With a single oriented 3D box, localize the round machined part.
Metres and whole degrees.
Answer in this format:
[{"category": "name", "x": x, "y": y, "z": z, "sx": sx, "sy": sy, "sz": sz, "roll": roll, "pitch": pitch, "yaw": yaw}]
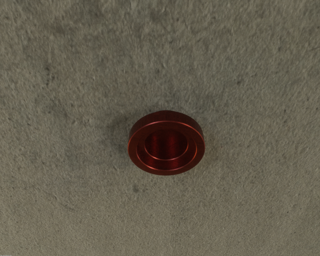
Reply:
[{"category": "round machined part", "x": 0.008, "y": 0.015, "z": 0.409, "sx": 0.099, "sy": 0.042, "sz": 0.097, "roll": -1, "pitch": 130, "yaw": 0}]
